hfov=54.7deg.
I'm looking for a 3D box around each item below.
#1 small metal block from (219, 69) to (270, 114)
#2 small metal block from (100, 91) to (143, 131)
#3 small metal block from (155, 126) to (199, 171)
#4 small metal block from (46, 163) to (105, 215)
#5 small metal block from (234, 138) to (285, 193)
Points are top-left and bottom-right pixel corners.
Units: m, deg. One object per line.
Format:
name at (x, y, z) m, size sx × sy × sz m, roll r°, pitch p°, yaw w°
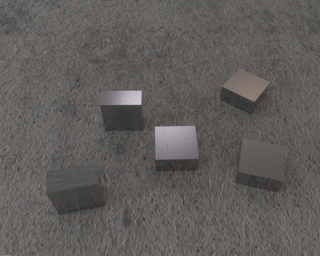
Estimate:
small metal block at (0.123, -0.054, 0.449) m, size 0.050 × 0.025 × 0.050 m, roll 31°, pitch 56°, yaw 23°
small metal block at (-0.048, -0.022, 0.405) m, size 0.050 × 0.050 × 0.025 m, roll -1°, pitch 50°, yaw -1°
small metal block at (0.019, 0.025, 0.382) m, size 0.050 × 0.025 × 0.050 m, roll -1°, pitch 50°, yaw -1°
small metal block at (-0.089, 0.066, 0.331) m, size 0.050 × 0.050 × 0.025 m, roll -10°, pitch 51°, yaw -8°
small metal block at (0.119, 0.043, 0.367) m, size 0.050 × 0.025 × 0.050 m, roll 12°, pitch 51°, yaw 9°
